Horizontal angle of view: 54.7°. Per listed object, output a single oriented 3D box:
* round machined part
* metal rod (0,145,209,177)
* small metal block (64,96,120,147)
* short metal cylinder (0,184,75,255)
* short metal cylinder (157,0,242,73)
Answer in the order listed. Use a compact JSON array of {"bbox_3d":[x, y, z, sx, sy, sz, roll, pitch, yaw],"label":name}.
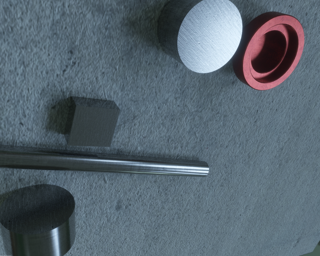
[{"bbox_3d":[0.136,-0.102,0.407,0.099,0.042,0.097,-14,124,-21],"label":"round machined part"},{"bbox_3d":[-0.059,0.046,0.403,0.302,0.025,0.025,8,114,-32],"label":"metal rod"},{"bbox_3d":[-0.079,-0.006,0.359,0.050,0.025,0.050,4,116,-31],"label":"small metal block"},{"bbox_3d":[-0.141,0.111,0.363,0.081,0.080,0.050,-7,122,-25],"label":"short metal cylinder"},{"bbox_3d":[0.044,-0.108,0.348,0.081,0.050,0.079,-14,124,-21],"label":"short metal cylinder"}]
